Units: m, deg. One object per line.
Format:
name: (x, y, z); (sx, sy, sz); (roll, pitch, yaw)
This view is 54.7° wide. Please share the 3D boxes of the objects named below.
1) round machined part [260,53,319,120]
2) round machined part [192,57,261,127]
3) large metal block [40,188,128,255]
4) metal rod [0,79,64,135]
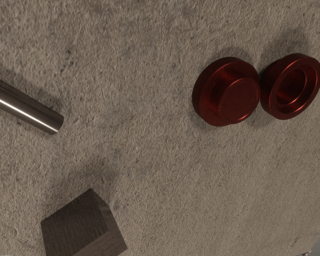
round machined part: (0.188, -0.064, 0.461); (0.099, 0.042, 0.097); (-14, 125, -21)
round machined part: (0.097, -0.044, 0.424); (0.099, 0.042, 0.097); (-14, 125, -21)
large metal block: (-0.101, 0.140, 0.404); (0.080, 0.080, 0.050); (-34, 129, -6)
metal rod: (-0.209, -0.072, 0.248); (0.025, 0.025, 0.301); (-49, 129, 6)
